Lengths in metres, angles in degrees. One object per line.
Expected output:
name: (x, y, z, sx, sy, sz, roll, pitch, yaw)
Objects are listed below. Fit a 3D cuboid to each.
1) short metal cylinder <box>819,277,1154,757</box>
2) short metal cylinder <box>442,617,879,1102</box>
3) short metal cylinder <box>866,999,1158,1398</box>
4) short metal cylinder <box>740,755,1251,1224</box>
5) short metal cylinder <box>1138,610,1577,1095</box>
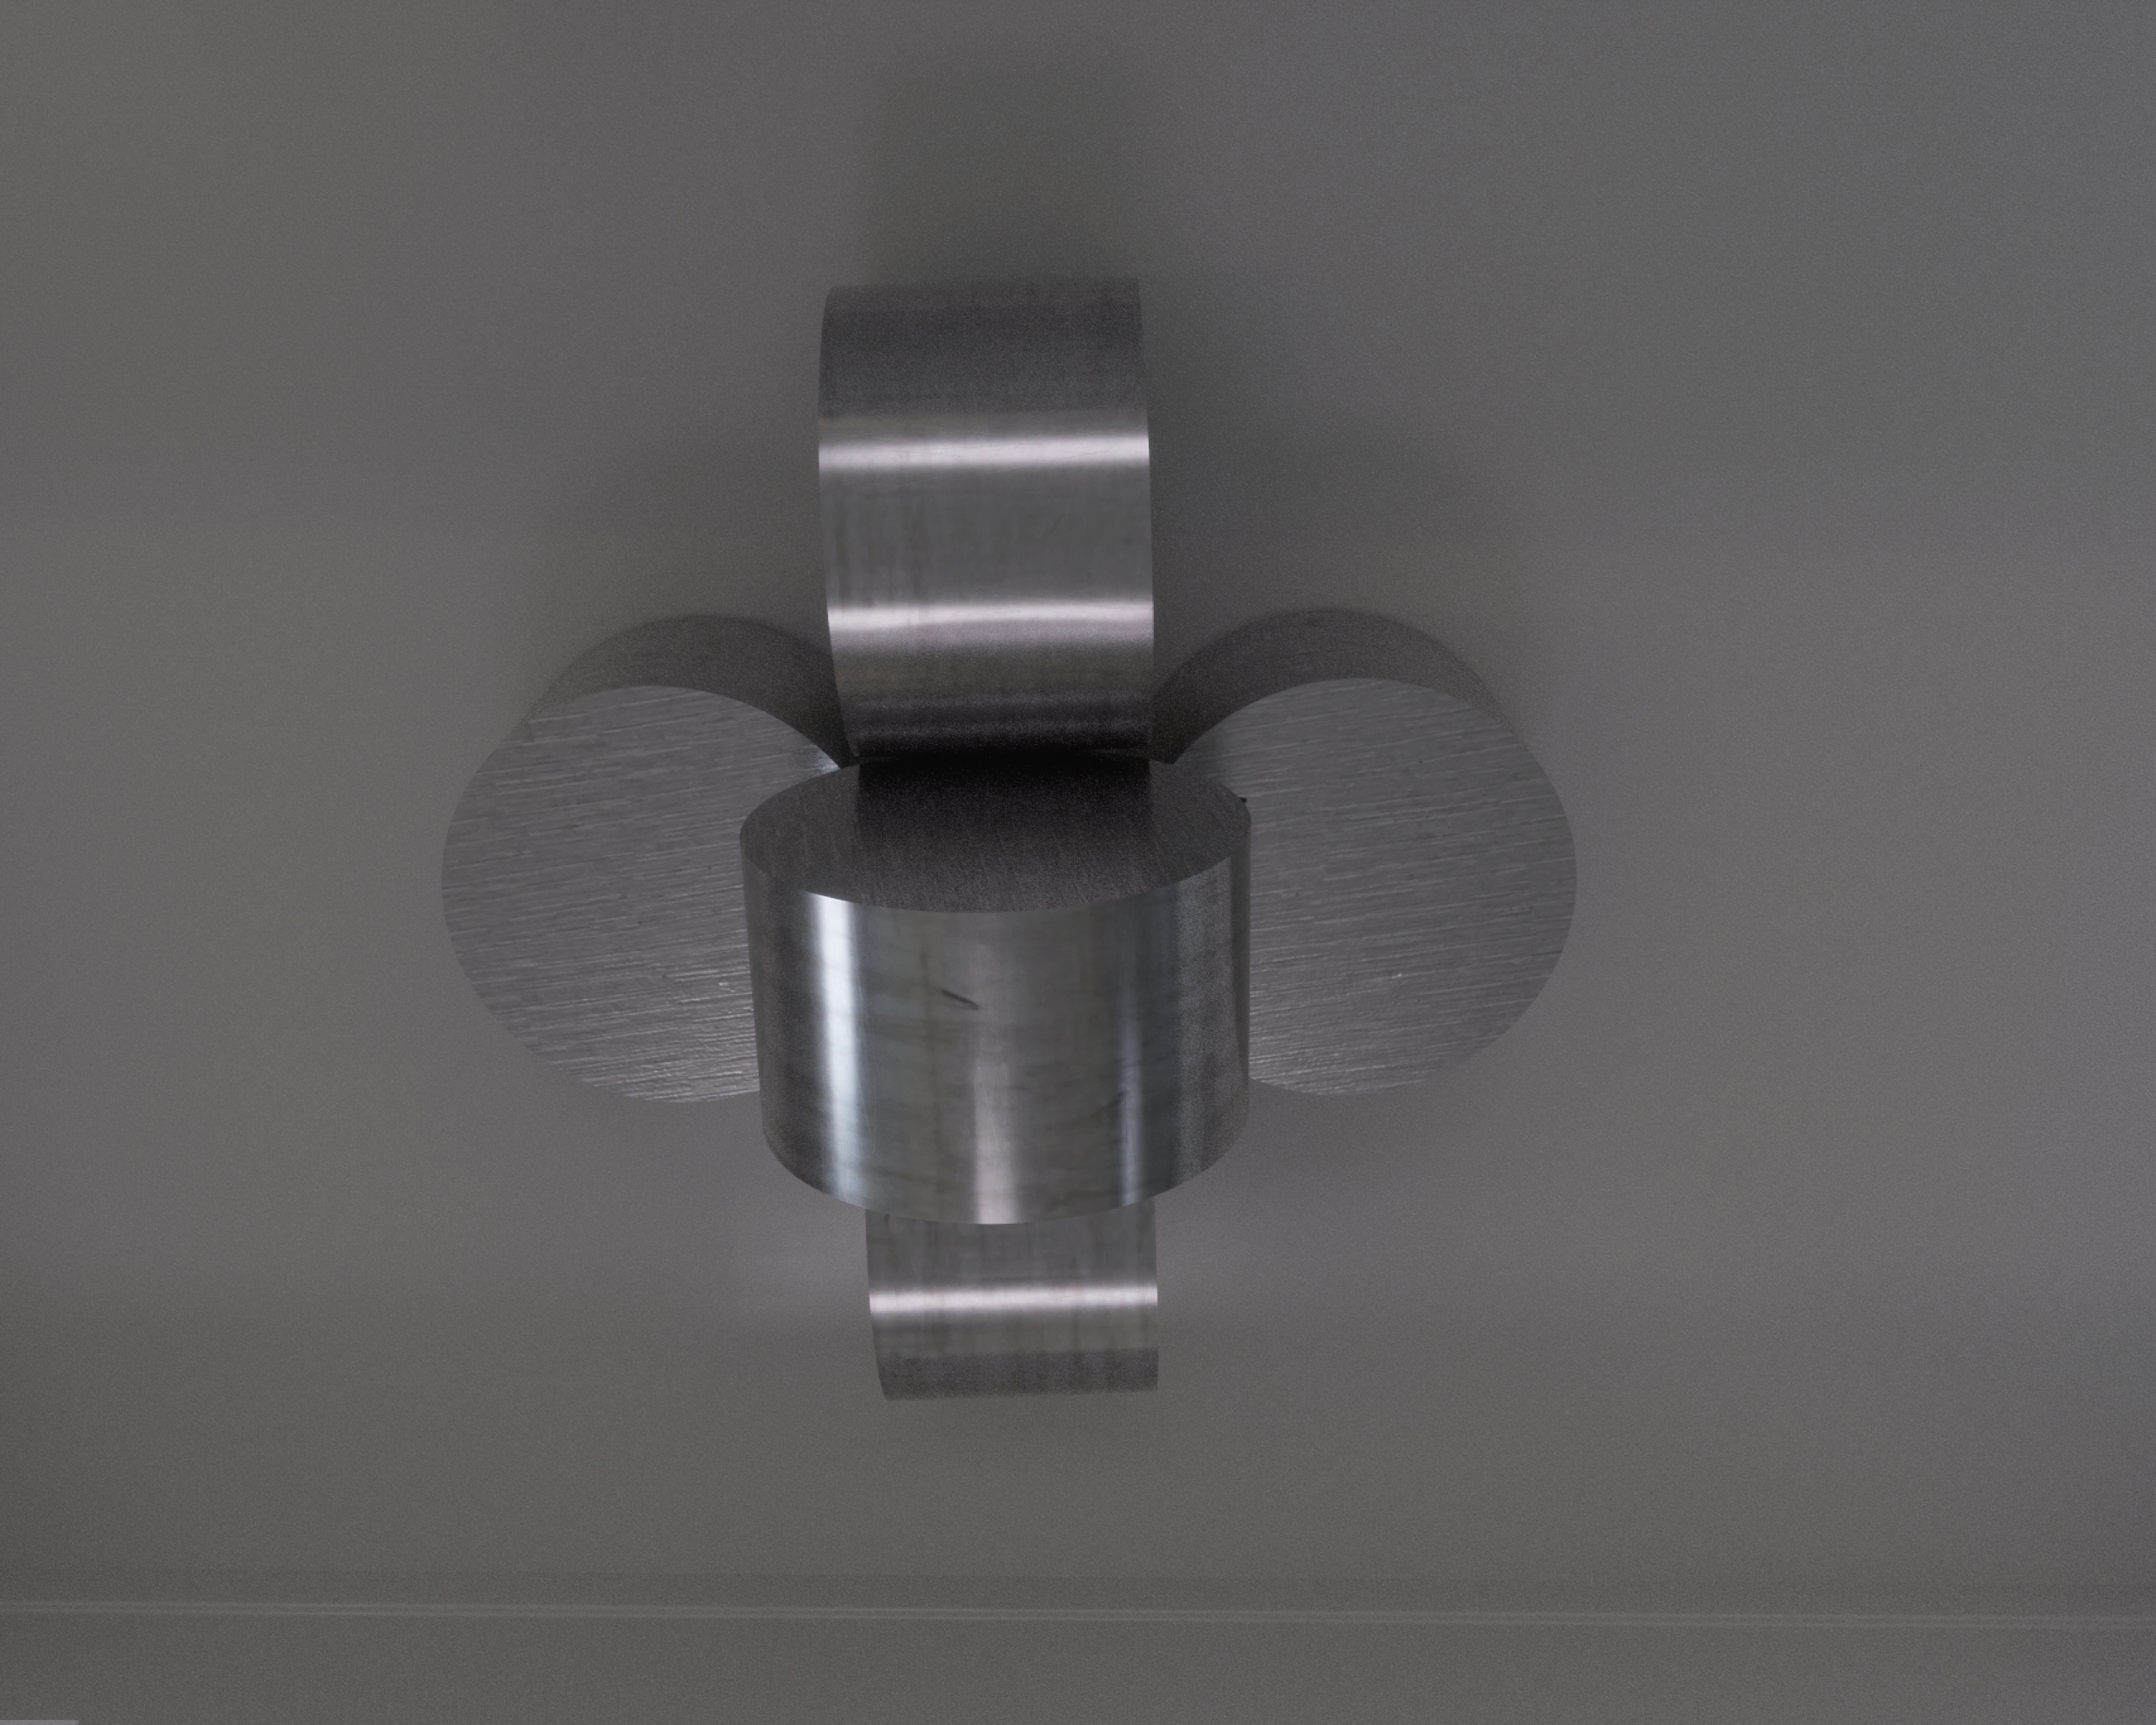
short metal cylinder: (-0.014, -0.059, 0.358, 0.050, 0.080, 0.079, -2, 110, 0)
short metal cylinder: (-0.073, -0.002, 0.395, 0.081, 0.050, 0.079, 0, 110, 0)
short metal cylinder: (-0.012, 0.062, 0.403, 0.050, 0.080, 0.079, -2, 110, 0)
short metal cylinder: (-0.012, 0.017, 0.339, 0.080, 0.080, 0.050, -1, 110, 0)
short metal cylinder: (0.049, -0.003, 0.395, 0.081, 0.050, 0.079, 0, 110, 0)
